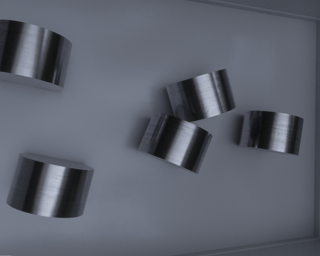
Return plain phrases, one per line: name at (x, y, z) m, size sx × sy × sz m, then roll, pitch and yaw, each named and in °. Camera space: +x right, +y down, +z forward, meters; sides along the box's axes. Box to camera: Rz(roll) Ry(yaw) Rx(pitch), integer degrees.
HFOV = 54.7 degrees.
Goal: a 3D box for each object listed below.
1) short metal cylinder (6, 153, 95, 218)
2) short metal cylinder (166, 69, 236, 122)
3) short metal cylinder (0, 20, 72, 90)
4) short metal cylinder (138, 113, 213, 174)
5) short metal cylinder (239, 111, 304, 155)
short metal cylinder at (-0.118, 0.061, 0.338) m, size 0.081 × 0.080 × 0.050 m, roll 15°, pitch 85°, yaw -20°
short metal cylinder at (0.053, -0.041, 0.400) m, size 0.081 × 0.080 × 0.050 m, roll -18°, pitch 97°, yaw -19°
short metal cylinder at (-0.139, -0.074, 0.330) m, size 0.081 × 0.080 × 0.050 m, roll 11°, pitch 87°, yaw -20°
short metal cylinder at (0.019, 0.020, 0.388) m, size 0.080 × 0.080 × 0.050 m, roll 25°, pitch 82°, yaw -19°
short metal cylinder at (0.157, 0.008, 0.439) m, size 0.081 × 0.080 × 0.050 m, roll 11°, pitch 87°, yaw -20°
